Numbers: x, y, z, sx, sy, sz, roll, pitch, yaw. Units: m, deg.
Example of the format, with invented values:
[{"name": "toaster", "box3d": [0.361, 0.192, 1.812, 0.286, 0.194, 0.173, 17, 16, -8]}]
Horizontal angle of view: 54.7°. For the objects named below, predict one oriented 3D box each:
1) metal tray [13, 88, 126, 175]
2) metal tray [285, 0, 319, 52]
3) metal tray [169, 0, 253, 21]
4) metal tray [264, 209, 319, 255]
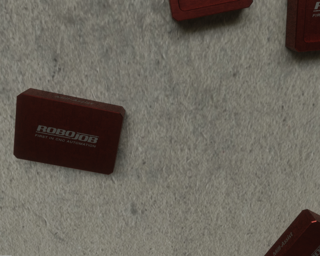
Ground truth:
[{"name": "metal tray", "box3d": [-0.118, 0.006, 0.408, 0.131, 0.030, 0.089, 11, 110, -5]}, {"name": "metal tray", "box3d": [0.218, -0.140, 0.358, 0.131, 0.030, 0.089, -5, 110, 1]}, {"name": "metal tray", "box3d": [0.047, -0.191, 0.337, 0.091, 0.030, 0.129, -10, 110, 3]}, {"name": "metal tray", "box3d": [0.228, 0.199, 0.484, 0.090, 0.030, 0.129, 27, 108, -10]}]
